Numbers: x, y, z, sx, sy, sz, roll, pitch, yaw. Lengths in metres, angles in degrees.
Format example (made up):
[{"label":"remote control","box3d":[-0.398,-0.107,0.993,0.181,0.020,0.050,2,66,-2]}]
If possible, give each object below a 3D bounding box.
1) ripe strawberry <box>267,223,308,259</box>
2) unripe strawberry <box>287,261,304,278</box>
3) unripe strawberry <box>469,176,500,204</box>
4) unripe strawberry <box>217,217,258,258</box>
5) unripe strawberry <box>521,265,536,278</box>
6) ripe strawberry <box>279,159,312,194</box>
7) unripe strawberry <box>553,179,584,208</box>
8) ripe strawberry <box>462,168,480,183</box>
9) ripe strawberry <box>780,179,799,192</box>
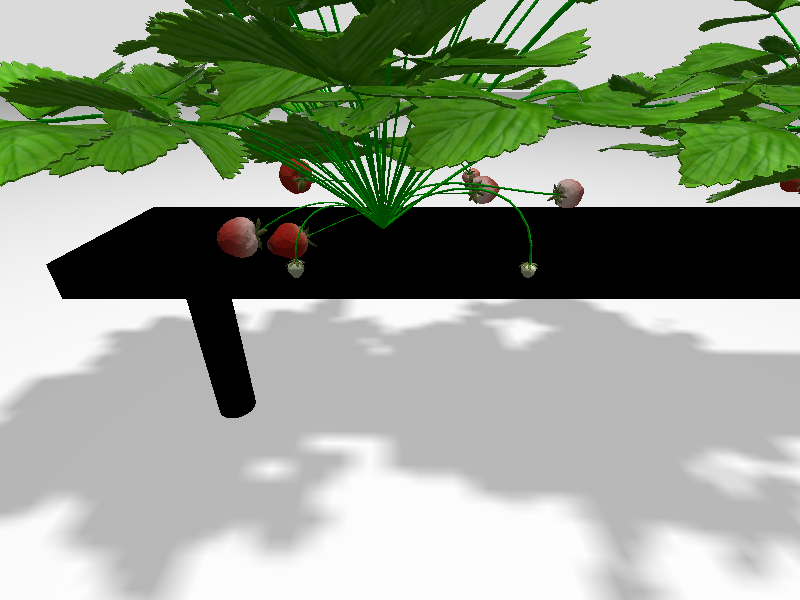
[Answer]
[{"label":"ripe strawberry","box3d":[-0.084,-0.044,0.298,0.029,0.025,0.029,-26,39,-37]},{"label":"unripe strawberry","box3d":[-0.069,-0.020,0.266,0.011,0.011,0.011,14,32,23]},{"label":"unripe strawberry","box3d":[0.091,-0.118,0.429,0.029,0.029,0.032,-20,35,-33]},{"label":"unripe strawberry","box3d":[-0.122,-0.046,0.300,0.028,0.030,0.026,-17,34,-27]},{"label":"unripe strawberry","box3d":[0.082,-0.019,0.257,0.009,0.010,0.010,-22,36,-34]},{"label":"ripe strawberry","box3d":[-0.125,-0.147,0.472,0.039,0.041,0.042,-22,35,-34]},{"label":"unripe strawberry","box3d":[0.179,-0.112,0.420,0.030,0.030,0.028,-10,31,-18]},{"label":"ripe strawberry","box3d":[0.091,-0.155,0.505,0.023,0.019,0.023,17,8,28]},{"label":"ripe strawberry","box3d":[0.466,-0.141,0.470,0.032,0.027,0.032,7,29,12]}]
